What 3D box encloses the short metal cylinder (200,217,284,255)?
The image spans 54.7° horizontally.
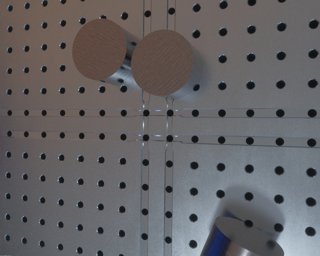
[{"bbox_3d":[0.091,0.144,0.351,0.080,0.080,0.050,23,98,18],"label":"short metal cylinder"}]

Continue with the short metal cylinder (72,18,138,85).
[{"bbox_3d":[-0.071,-0.102,0.424,0.080,0.050,0.079,0,90,20],"label":"short metal cylinder"}]

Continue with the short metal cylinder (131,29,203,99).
[{"bbox_3d":[0.010,-0.079,0.396,0.080,0.050,0.079,0,90,20],"label":"short metal cylinder"}]
